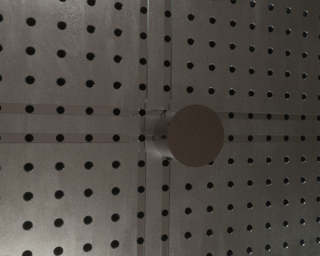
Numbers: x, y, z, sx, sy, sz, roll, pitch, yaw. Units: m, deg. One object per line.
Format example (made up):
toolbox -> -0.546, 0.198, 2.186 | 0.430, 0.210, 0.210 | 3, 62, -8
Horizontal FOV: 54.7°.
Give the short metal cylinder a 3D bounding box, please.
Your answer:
short metal cylinder -> 0.038, 0.010, 0.414 | 0.081, 0.050, 0.079 | 0, 90, -20
